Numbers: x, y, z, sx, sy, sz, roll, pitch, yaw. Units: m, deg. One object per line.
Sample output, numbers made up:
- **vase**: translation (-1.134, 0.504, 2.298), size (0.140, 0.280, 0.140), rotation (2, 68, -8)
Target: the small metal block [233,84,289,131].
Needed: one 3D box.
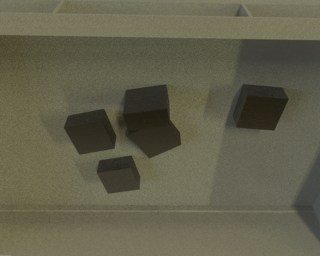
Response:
- **small metal block**: translation (0.125, -0.025, 0.389), size (0.050, 0.025, 0.050), rotation (4, 130, -5)

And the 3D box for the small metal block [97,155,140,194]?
- **small metal block**: translation (-0.061, 0.071, 0.469), size (0.050, 0.025, 0.050), rotation (-10, 130, 7)

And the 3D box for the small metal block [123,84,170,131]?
- **small metal block**: translation (-0.015, -0.025, 0.371), size (0.050, 0.050, 0.025), rotation (-7, 130, 5)

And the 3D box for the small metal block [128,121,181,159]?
- **small metal block**: translation (-0.007, 0.008, 0.416), size (0.050, 0.025, 0.050), rotation (-25, 126, 19)

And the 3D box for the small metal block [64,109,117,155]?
- **small metal block**: translation (-0.091, 0.006, 0.413), size (0.050, 0.025, 0.050), rotation (-10, 130, 8)
